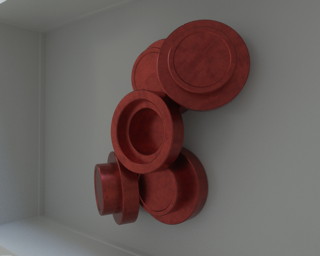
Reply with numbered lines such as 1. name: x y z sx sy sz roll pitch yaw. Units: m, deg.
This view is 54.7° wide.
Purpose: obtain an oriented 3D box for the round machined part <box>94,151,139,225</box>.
1. round machined part: -0.062 0.080 0.415 0.098 0.042 0.097 177 90 -69

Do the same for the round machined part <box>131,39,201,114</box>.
1. round machined part: 0.002 -0.064 0.390 0.098 0.042 0.097 0 90 39

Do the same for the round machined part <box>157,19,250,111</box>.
1. round machined part: 0.045 -0.068 0.328 0.098 0.042 0.097 0 87 9

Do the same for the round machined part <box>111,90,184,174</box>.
1. round machined part: -0.011 0.004 0.372 0.098 0.042 0.097 0 90 39

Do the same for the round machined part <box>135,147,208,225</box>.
1. round machined part: 0.007 0.072 0.386 0.098 0.042 0.097 0 90 39
